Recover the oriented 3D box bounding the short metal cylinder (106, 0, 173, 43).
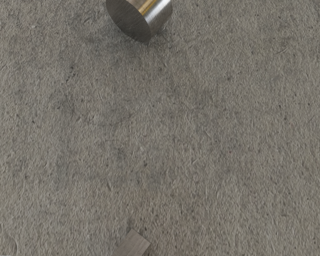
[{"bbox_3d":[-0.029,-0.169,0.441,0.080,0.080,0.050,35,74,11],"label":"short metal cylinder"}]

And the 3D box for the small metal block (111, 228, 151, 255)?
[{"bbox_3d":[-0.035,0.141,0.343,0.025,0.050,0.050,36,74,12],"label":"small metal block"}]
